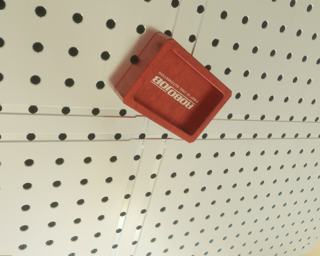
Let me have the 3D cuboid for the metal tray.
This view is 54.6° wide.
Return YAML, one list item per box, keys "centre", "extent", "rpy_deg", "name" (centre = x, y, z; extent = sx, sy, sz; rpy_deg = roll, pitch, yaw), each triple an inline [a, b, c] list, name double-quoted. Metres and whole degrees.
- centre: [0.021, -0.045, 0.390]
  extent: [0.130, 0.030, 0.090]
  rpy_deg: [31, 101, -38]
  name: "metal tray"
